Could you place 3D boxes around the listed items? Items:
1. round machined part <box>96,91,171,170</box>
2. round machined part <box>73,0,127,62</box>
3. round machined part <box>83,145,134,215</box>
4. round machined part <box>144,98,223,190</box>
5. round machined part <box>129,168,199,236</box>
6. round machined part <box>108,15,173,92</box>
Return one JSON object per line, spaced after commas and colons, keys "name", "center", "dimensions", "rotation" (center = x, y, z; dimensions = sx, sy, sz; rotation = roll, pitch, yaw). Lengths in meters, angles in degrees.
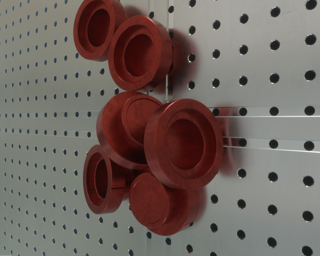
{"name": "round machined part", "center": [-0.023, -0.002, 0.378], "dimensions": [0.042, 0.099, 0.098], "rotation": [-36, 67, 51]}
{"name": "round machined part", "center": [-0.085, -0.149, 0.470], "dimensions": [0.098, 0.042, 0.097], "rotation": [0, 90, 40]}
{"name": "round machined part", "center": [-0.073, 0.073, 0.450], "dimensions": [0.098, 0.042, 0.098], "rotation": [-7, 81, 54]}
{"name": "round machined part", "center": [0.022, 0.019, 0.347], "dimensions": [0.042, 0.099, 0.098], "rotation": [-10, 83, 52]}
{"name": "round machined part", "center": [-0.002, 0.090, 0.401], "dimensions": [0.098, 0.042, 0.097], "rotation": [0, 90, 40]}
{"name": "round machined part", "center": [-0.022, -0.096, 0.417], "dimensions": [0.098, 0.042, 0.097], "rotation": [0, 90, 40]}
